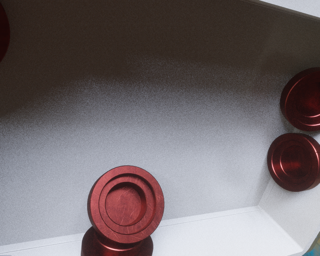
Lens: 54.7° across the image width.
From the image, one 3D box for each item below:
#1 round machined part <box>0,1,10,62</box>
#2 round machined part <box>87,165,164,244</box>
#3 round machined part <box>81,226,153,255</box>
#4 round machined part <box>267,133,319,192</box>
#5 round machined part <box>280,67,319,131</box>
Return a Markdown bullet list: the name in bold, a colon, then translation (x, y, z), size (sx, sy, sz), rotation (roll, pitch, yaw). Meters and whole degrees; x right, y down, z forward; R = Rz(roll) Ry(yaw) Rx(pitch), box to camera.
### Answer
- **round machined part**: translation (-0.175, -0.081, 0.249), size (0.099, 0.042, 0.097), rotation (-16, 126, -23)
- **round machined part**: translation (-0.047, 0.102, 0.412), size (0.099, 0.042, 0.098), rotation (7, 71, -21)
- **round machined part**: translation (-0.057, 0.158, 0.428), size (0.099, 0.098, 0.042), rotation (-2, 116, -27)
- **round machined part**: translation (0.235, 0.057, 0.525), size (0.042, 0.098, 0.097), rotation (0, 119, -32)
- **round machined part**: translation (0.235, -0.047, 0.482), size (0.099, 0.042, 0.097), rotation (-1, 115, -2)
